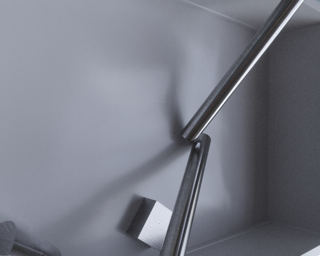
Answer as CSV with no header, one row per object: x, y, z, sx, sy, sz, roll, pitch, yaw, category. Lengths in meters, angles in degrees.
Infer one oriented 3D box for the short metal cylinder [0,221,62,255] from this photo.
-0.131,0.127,0.262,0.050,0.080,0.080,48,62,-30,short metal cylinder

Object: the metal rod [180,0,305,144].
0.127,-0.104,0.421,0.025,0.025,0.299,30,101,-37,metal rod

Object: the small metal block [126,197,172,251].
-0.008,0.126,0.402,0.050,0.025,0.050,43,64,-32,small metal block

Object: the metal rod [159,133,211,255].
0.025,0.102,0.348,0.025,0.025,0.301,59,31,-24,metal rod
